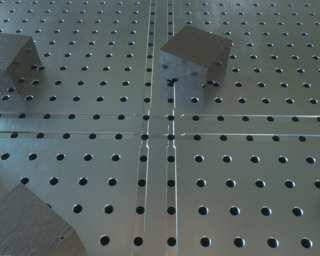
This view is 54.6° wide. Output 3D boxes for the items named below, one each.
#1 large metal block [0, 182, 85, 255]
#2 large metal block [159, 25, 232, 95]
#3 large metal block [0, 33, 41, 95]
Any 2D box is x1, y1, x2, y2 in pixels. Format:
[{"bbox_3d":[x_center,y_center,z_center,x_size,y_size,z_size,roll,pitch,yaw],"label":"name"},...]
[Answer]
[{"bbox_3d":[-0.134,0.113,0.296,0.080,0.050,0.080,31,57,23],"label":"large metal block"},{"bbox_3d":[0.055,-0.109,0.483,0.080,0.050,0.080,26,55,20],"label":"large metal block"},{"bbox_3d":[-0.244,-0.101,0.475,0.080,0.050,0.080,8,50,6],"label":"large metal block"}]
